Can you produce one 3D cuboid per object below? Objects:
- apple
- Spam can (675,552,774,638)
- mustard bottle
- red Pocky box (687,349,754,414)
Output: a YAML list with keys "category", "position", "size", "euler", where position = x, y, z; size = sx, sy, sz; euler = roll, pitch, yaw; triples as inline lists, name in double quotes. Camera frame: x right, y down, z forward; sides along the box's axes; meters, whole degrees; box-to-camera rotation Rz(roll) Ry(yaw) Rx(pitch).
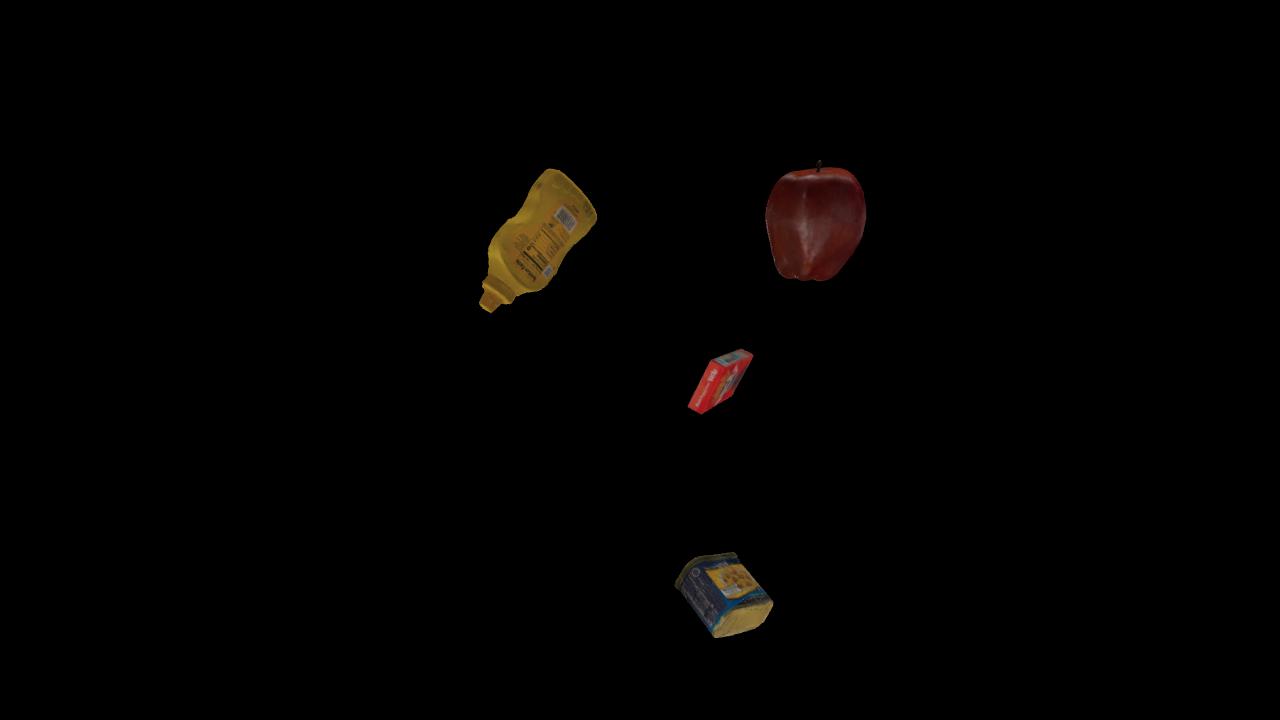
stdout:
- category: "apple"
  position: [0.140, -0.111, 0.492]
  size: [0.079, 0.093, 0.079]
  euler: [0, 21, 0]
- category: "Spam can"
  position: [0.110, 0.302, 0.795]
  size: [0.101, 0.058, 0.085]
  euler: [8, 26, -40]
- category: "mustard bottle"
  position: [-0.132, -0.133, 0.741]
  size: [0.054, 0.184, 0.092]
  euler: [25, -15, 39]
- category: "red Pocky box"
  position: [0.126, 0.031, 0.947]
  size: [0.028, 0.083, 0.155]
  euler: [32, 20, 19]
